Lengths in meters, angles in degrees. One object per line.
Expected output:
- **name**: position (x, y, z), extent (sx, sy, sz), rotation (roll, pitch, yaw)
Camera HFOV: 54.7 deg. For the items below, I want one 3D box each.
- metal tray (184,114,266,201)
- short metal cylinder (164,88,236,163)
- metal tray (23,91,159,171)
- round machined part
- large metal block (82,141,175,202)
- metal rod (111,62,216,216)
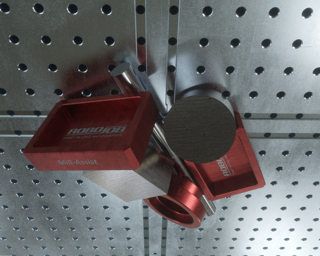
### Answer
- **metal tray**: position (0.090, 0.048, 0.445), extent (0.090, 0.030, 0.130), rotation (-20, 128, 16)
- **short metal cylinder**: position (0.048, -0.004, 0.368), extent (0.080, 0.050, 0.079), rotation (3, 107, 10)
- **metal tray**: position (-0.075, 0.003, 0.348), extent (0.130, 0.090, 0.030), rotation (-3, 133, 22)
- **round machined part**: position (0.025, 0.106, 0.467), extent (0.098, 0.042, 0.098), rotation (24, 149, 16)
- **large metal block**: position (-0.041, 0.053, 0.411), extent (0.080, 0.050, 0.080), rotation (-22, 130, 40)
- **metal rod**: position (0.019, 0.036, 0.437), extent (0.025, 0.025, 0.299), rotation (-20, 128, 16)
